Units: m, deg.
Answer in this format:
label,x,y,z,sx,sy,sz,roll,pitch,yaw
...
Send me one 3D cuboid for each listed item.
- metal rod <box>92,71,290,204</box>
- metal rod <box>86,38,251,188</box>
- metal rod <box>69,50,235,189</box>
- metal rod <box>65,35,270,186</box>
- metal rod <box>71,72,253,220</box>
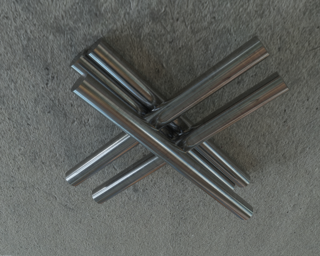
label,x,y,z,sx,sy,sz,roll,pitch,yaw
metal rod,0.021,0.025,0.397,0.299,0.025,0.025,-34,123,25
metal rod,0.029,-0.003,0.406,0.025,0.025,0.301,-34,123,25
metal rod,0.008,0.008,0.415,0.025,0.025,0.301,-34,123,25
metal rod,-0.010,-0.006,0.371,0.299,0.025,0.025,-34,123,25
metal rod,0.022,0.038,0.376,0.025,0.025,0.301,-35,122,26
